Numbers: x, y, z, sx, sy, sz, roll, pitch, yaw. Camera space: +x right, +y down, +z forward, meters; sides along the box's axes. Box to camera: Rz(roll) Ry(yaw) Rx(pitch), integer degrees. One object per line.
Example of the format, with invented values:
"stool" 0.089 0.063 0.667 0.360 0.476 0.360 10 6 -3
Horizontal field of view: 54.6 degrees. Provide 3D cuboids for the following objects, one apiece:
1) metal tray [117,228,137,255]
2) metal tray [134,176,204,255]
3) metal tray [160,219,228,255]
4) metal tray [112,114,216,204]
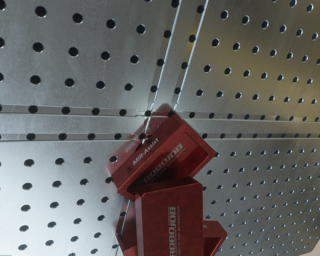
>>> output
"metal tray" 0.001 0.195 0.528 0.131 0.030 0.090 -21 127 -16
"metal tray" 0.014 0.141 0.437 0.091 0.030 0.129 -6 101 -22
"metal tray" 0.039 0.195 0.509 0.131 0.030 0.090 14 111 -34
"metal tray" 0.007 0.054 0.444 0.130 0.030 0.090 -46 129 4
